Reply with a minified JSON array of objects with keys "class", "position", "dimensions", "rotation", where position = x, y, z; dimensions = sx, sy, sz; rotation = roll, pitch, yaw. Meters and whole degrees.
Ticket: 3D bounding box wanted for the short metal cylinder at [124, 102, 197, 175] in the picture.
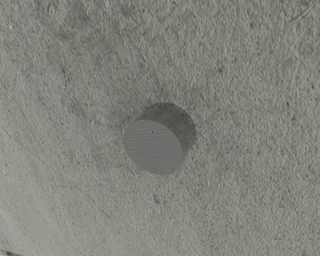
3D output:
[{"class":"short metal cylinder","position":[0.001,0.013,0.399],"dimensions":[0.080,0.050,0.079],"rotation":[13,124,20]}]
